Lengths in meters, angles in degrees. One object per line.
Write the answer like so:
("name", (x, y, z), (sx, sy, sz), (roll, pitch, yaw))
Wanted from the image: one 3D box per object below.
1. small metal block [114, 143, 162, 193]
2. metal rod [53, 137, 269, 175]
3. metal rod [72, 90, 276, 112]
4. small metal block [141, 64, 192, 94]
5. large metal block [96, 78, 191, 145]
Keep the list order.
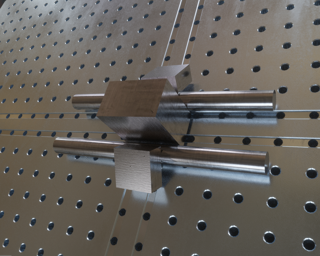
("small metal block", (-0.026, 0.047, 0.373), (0.050, 0.025, 0.050), (3, 101, 29))
("metal rod", (-0.020, 0.032, 0.395), (0.300, 0.025, 0.025), (2, 63, 29))
("metal rod", (-0.001, -0.036, 0.426), (0.300, 0.025, 0.025), (2, 63, 29))
("small metal block", (0.010, -0.066, 0.424), (0.050, 0.025, 0.050), (1, 28, 28))
("large metal block", (-0.017, -0.016, 0.386), (0.080, 0.080, 0.050), (2, 63, 29))
